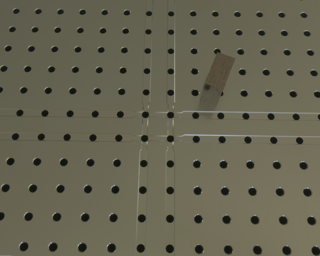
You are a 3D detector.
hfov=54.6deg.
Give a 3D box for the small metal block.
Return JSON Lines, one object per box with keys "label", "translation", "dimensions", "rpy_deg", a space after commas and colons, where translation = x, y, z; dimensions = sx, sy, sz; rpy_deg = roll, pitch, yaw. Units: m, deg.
{"label": "small metal block", "translation": [0.078, -0.066, 0.423], "dimensions": [0.025, 0.050, 0.050], "rpy_deg": [21, 72, 8]}
